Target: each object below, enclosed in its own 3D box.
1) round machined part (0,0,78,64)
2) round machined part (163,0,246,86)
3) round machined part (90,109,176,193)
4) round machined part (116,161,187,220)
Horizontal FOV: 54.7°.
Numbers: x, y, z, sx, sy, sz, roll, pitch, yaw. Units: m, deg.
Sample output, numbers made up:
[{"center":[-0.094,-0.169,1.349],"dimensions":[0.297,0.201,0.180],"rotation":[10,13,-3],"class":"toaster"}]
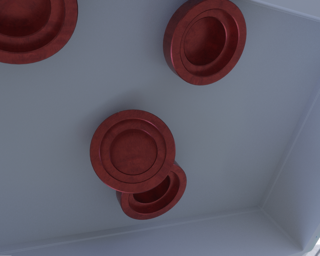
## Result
[{"center":[-0.123,-0.106,0.258],"dimensions":[0.099,0.042,0.097],"rotation":[-16,135,-17],"class":"round machined part"},{"center":[0.047,-0.102,0.360],"dimensions":[0.099,0.042,0.097],"rotation":[-14,124,-21],"class":"round machined part"},{"center":[-0.032,0.030,0.376],"dimensions":[0.098,0.098,0.042],"rotation":[-30,169,-9],"class":"round machined part"},{"center":[-0.015,0.078,0.438],"dimensions":[0.099,0.042,0.097],"rotation":[-14,124,-21],"class":"round machined part"}]
